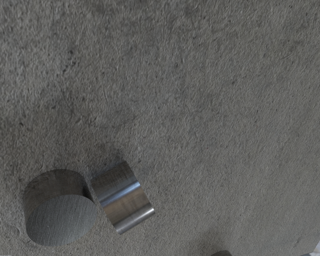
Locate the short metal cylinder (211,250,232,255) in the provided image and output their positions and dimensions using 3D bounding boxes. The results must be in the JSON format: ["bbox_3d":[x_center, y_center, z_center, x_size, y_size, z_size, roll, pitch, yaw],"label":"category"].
[{"bbox_3d":[0.130,0.306,0.651,0.081,0.050,0.079,-14,124,-21],"label":"short metal cylinder"}]

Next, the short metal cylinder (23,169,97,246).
[{"bbox_3d":[-0.124,0.098,0.383,0.081,0.050,0.079,-14,124,-21],"label":"short metal cylinder"}]

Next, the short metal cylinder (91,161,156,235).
[{"bbox_3d":[-0.047,0.089,0.400,0.050,0.080,0.080,-29,128,-10],"label":"short metal cylinder"}]
